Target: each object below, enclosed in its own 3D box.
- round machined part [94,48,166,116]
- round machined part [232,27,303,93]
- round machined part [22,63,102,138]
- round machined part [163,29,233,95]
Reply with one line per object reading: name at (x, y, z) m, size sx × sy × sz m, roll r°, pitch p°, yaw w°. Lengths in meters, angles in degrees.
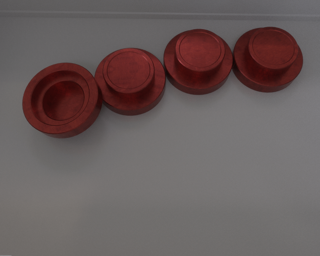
round machined part at (-0.041, -0.070, 0.426) m, size 0.099 × 0.042 × 0.098 m, roll 0°, pitch 70°, yaw 0°
round machined part at (0.154, -0.103, 0.439) m, size 0.099 × 0.042 × 0.098 m, roll 0°, pitch 70°, yaw 0°
round machined part at (-0.123, -0.033, 0.408) m, size 0.099 × 0.042 × 0.098 m, roll -2°, pitch 72°, yaw 6°
round machined part at (0.054, -0.100, 0.437) m, size 0.099 × 0.042 × 0.098 m, roll 0°, pitch 70°, yaw 0°
